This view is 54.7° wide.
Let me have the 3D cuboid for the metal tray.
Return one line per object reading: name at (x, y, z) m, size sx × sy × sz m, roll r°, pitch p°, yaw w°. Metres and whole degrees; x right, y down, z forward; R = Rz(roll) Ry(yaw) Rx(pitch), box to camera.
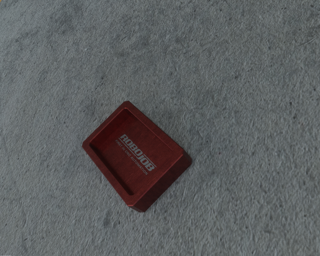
metal tray at (-0.034, 0.031, 0.399) m, size 0.090 × 0.030 × 0.130 m, roll -45°, pitch 51°, yaw -4°
